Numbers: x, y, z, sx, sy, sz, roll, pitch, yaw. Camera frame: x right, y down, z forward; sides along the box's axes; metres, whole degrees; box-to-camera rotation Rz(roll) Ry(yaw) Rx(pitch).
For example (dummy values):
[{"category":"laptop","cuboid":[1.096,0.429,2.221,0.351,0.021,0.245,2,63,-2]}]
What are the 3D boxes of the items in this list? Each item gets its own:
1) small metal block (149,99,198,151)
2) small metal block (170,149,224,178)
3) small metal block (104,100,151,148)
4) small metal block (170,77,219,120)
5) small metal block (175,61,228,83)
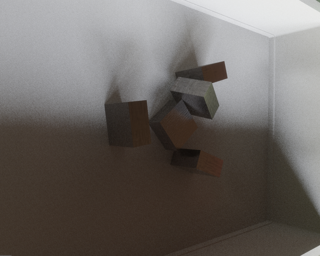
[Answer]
[{"category":"small metal block","cuboid":[0.019,-0.004,0.424,0.050,0.025,0.050,-47,119,-30]},{"category":"small metal block","cuboid":[0.052,0.049,0.436,0.050,0.050,0.025,25,74,-38]},{"category":"small metal block","cuboid":[-0.038,-0.005,0.360,0.025,0.050,0.050,-10,97,-40]},{"category":"small metal block","cuboid":[0.048,-0.041,0.424,0.025,0.050,0.050,-60,145,-22]},{"category":"small metal block","cuboid":[0.059,-0.075,0.442,0.050,0.050,0.025,-22,103,-39]}]
